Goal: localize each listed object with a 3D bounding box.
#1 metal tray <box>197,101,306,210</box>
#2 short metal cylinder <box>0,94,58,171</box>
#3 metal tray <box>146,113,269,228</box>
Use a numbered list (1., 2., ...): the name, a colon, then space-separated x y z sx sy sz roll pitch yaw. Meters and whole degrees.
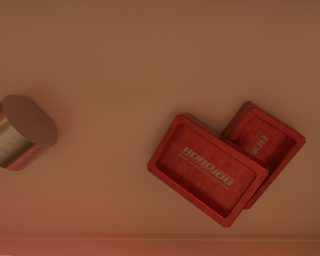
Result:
1. metal tray: 0.120 0.040 0.425 0.090 0.030 0.129 30 107 -11
2. short metal cylinder: -0.175 0.006 0.382 0.050 0.080 0.080 -38 106 12
3. metal tray: 0.058 0.051 0.397 0.130 0.030 0.090 35 106 16
